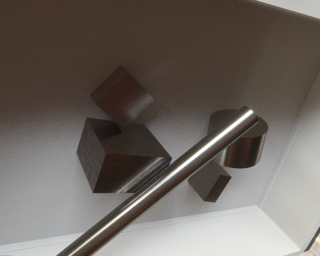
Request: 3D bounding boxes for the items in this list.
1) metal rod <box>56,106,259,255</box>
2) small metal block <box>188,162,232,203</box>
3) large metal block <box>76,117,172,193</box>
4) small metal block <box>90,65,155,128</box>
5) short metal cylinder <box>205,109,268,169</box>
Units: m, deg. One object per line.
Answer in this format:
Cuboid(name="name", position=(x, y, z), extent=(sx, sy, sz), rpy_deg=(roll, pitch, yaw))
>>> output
Cuboid(name="metal rod", position=(-0.014, 0.078, 0.346), extent=(0.301, 0.025, 0.025), rpy_deg=(-38, 130, -2))
Cuboid(name="small metal block", position=(0.077, 0.080, 0.487), extent=(0.025, 0.050, 0.050), rpy_deg=(17, 110, -35))
Cuboid(name="large metal block", position=(-0.045, 0.032, 0.370), extent=(0.081, 0.080, 0.050), rpy_deg=(7, 115, -32))
Cuboid(name="small metal block", position=(-0.044, -0.036, 0.364), extent=(0.050, 0.025, 0.050), rpy_deg=(-44, 130, 2))
Cuboid(name="short metal cylinder", position=(0.108, 0.014, 0.443), extent=(0.081, 0.080, 0.050), rpy_deg=(-11, 123, -23))
